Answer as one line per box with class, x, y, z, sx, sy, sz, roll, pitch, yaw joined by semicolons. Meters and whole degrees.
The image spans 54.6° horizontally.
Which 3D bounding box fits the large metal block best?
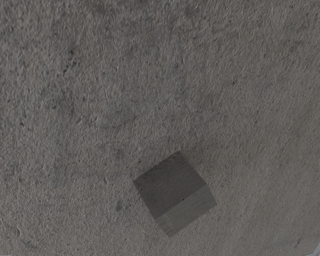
large metal block;0.020;0.091;0.437;0.080;0.080;0.050;-34;129;-6
